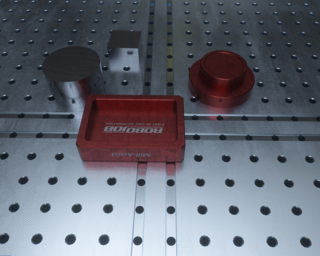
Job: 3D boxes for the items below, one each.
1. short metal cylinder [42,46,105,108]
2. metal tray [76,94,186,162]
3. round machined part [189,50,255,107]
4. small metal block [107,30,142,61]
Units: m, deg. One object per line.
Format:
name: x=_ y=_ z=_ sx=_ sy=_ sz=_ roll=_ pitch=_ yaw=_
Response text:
short metal cylinder: x=-0.124 y=-0.075 z=0.454 sx=0.080 sy=0.050 sz=0.080 roll=0 pitch=50 yaw=0
metal tray: x=-0.034 y=-0.002 z=0.405 sx=0.131 sy=0.030 sz=0.090 roll=1 pitch=50 yaw=0
round machined part: x=0.093 y=-0.080 z=0.464 sx=0.099 sy=0.042 sz=0.098 roll=0 pitch=50 yaw=0
small metal block: x=-0.059 y=-0.140 z=0.525 sx=0.050 sy=0.025 sz=0.050 roll=3 pitch=50 yaw=2
